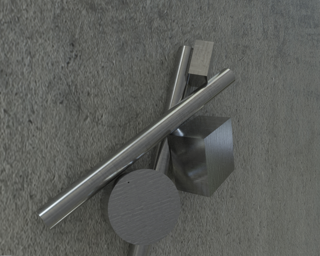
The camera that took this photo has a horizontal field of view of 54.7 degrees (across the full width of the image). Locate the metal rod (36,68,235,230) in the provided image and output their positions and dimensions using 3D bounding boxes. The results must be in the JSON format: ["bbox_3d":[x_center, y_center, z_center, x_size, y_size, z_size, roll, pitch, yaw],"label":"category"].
[{"bbox_3d":[-0.010,0.009,0.375,0.302,0.025,0.025,-38,114,-26],"label":"metal rod"}]

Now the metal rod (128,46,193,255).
[{"bbox_3d":[0.003,0.033,0.408,0.025,0.025,0.299,22,76,-38],"label":"metal rod"}]

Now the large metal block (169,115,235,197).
[{"bbox_3d":[0.060,0.034,0.420,0.081,0.050,0.079,-31,119,-49],"label":"large metal block"}]

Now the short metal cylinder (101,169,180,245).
[{"bbox_3d":[-0.024,0.086,0.354,0.081,0.050,0.080,2,83,-19],"label":"short metal cylinder"}]

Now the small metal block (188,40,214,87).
[{"bbox_3d":[0.059,-0.089,0.439,0.050,0.025,0.050,56,46,-74],"label":"small metal block"}]
